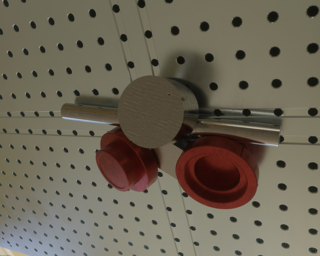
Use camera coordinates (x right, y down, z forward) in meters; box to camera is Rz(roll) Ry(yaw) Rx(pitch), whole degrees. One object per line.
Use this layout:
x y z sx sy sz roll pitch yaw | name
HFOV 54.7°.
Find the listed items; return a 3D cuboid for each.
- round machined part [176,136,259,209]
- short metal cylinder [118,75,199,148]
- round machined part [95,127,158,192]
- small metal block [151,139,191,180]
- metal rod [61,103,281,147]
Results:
0.073 0.050 0.385 0.098 0.042 0.097 12 125 17 | round machined part
-0.001 -0.019 0.360 0.080 0.050 0.079 1 94 25 | short metal cylinder
-0.053 0.050 0.437 0.098 0.042 0.097 29 137 31 | round machined part
0.016 0.034 0.419 0.050 0.025 0.050 32 129 7 | small metal block
-0.004 -0.008 0.403 0.301 0.025 0.025 7 122 24 | metal rod
